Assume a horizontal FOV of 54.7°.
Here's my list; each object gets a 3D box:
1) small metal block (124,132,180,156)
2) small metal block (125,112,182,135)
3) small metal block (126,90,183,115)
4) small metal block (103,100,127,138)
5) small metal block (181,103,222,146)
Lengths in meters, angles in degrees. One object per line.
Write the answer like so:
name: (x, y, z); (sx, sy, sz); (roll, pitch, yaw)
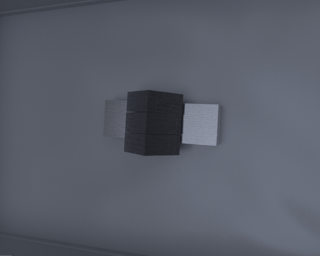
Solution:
small metal block: (-0.010, 0.019, 0.388); (0.050, 0.050, 0.025); (3, 91, 56)
small metal block: (-0.009, -0.006, 0.387); (0.050, 0.050, 0.025); (3, 91, 56)
small metal block: (-0.007, -0.031, 0.386); (0.050, 0.050, 0.025); (5, 92, 56)
small metal block: (-0.048, -0.012, 0.425); (0.050, 0.025, 0.050); (4, 91, 19)
small metal block: (0.050, -0.005, 0.391); (0.050, 0.025, 0.050); (3, 91, 19)
